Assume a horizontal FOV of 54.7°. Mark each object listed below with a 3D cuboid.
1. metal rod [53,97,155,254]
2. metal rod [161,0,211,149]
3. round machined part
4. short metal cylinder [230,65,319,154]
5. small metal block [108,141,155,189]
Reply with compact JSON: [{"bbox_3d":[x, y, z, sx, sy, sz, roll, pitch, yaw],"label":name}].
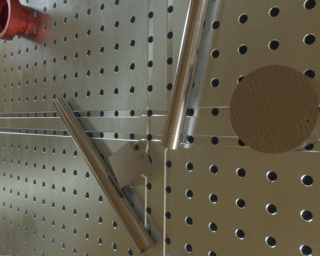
[{"bbox_3d":[-0.100,0.059,0.491,0.300,0.025,0.025,52,120,27],"label":"metal rod"},{"bbox_3d":[0.042,-0.121,0.374,0.025,0.025,0.298,18,102,38],"label":"metal rod"},{"bbox_3d":[-0.320,-0.236,0.663,0.098,0.042,0.097,0,90,40],"label":"round machined part"},{"bbox_3d":[0.115,-0.017,0.298,0.080,0.050,0.080,0,90,40],"label":"short metal cylinder"},{"bbox_3d":[-0.042,0.053,0.444,0.050,0.025,0.050,-38,67,33],"label":"small metal block"}]
